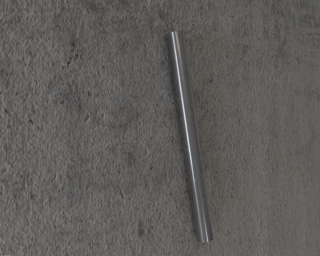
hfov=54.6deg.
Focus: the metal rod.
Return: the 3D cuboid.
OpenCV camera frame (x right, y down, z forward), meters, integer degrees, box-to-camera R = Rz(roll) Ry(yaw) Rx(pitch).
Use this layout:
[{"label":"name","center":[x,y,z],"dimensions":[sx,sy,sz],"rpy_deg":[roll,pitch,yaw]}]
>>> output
[{"label":"metal rod","center":[0.044,0.017,0.439],"dimensions":[0.025,0.025,0.298],"rpy_deg":[-15,100,-39]}]
